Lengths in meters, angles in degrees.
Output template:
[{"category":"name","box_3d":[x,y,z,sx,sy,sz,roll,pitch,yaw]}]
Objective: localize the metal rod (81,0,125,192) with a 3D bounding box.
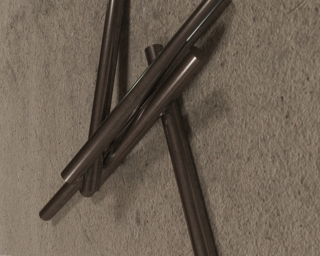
[{"category":"metal rod","box_3d":[-0.078,-0.062,0.440,0.025,0.025,0.298,3,84,39]}]

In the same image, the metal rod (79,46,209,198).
[{"category":"metal rod","box_3d":[-0.039,0.012,0.410,0.298,0.025,0.025,-48,62,37]}]

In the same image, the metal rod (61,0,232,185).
[{"category":"metal rod","box_3d":[-0.025,-0.043,0.379,0.299,0.025,0.025,-49,61,13]}]

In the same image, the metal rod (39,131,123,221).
[{"category":"metal rod","box_3d":[-0.121,0.070,0.501,0.299,0.025,0.025,-45,63,30]}]

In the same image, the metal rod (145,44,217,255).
[{"category":"metal rod","box_3d":[0.026,0.038,0.381,0.025,0.025,0.299,-22,76,37]}]
